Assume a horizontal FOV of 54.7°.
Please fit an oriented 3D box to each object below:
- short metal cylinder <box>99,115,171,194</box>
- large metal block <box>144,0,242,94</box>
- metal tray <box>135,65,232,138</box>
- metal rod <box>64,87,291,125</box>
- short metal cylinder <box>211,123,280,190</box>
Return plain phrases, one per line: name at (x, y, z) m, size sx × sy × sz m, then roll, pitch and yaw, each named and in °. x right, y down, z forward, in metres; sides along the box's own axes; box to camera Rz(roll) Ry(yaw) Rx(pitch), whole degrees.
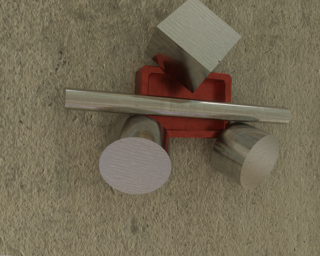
short metal cylinder at (-0.027, 0.031, 0.367) m, size 0.081 × 0.050 × 0.079 m, roll 0°, pitch 120°, yaw 0°
large metal block at (0.041, -0.105, 0.389) m, size 0.080 × 0.050 × 0.080 m, roll 41°, pitch 60°, yaw 0°
metal tray at (0.032, -0.032, 0.420) m, size 0.131 × 0.030 × 0.089 m, roll 2°, pitch 89°, yaw -20°
metal rod at (0.037, -0.025, 0.392) m, size 0.302 × 0.025 × 0.025 m, roll 3°, pitch 89°, yaw -20°
short metal cylinder at (0.117, 0.036, 0.423) m, size 0.081 × 0.050 × 0.079 m, roll -20°, pitch 123°, yaw -33°
